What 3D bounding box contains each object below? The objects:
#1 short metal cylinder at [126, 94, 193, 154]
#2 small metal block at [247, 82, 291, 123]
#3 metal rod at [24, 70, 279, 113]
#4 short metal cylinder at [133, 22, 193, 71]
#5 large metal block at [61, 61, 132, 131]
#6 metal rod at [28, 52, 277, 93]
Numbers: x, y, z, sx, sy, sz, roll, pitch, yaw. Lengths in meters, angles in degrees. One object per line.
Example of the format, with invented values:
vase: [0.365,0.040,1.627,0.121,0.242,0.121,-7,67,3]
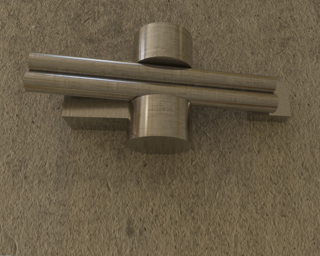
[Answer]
short metal cylinder: [0.000,-0.002,0.381,0.080,0.080,0.050,1,70,0]
small metal block: [0.147,-0.036,0.424,0.050,0.025,0.050,3,70,1]
metal rod: [-0.004,-0.043,0.377,0.302,0.025,0.025,4,70,-7]
short metal cylinder: [0.004,-0.095,0.415,0.080,0.080,0.050,1,70,0]
large metal block: [-0.078,-0.042,0.411,0.080,0.050,0.080,2,70,0]
metal rod: [-0.003,-0.066,0.386,0.302,0.025,0.025,4,70,-7]
